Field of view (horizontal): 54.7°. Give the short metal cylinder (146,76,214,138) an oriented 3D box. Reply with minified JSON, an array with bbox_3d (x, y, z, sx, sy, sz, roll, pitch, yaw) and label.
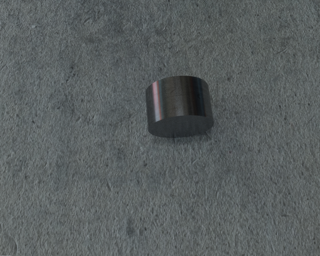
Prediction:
[{"bbox_3d":[0.024,-0.024,0.388,0.081,0.080,0.050,-4,70,-2],"label":"short metal cylinder"}]
